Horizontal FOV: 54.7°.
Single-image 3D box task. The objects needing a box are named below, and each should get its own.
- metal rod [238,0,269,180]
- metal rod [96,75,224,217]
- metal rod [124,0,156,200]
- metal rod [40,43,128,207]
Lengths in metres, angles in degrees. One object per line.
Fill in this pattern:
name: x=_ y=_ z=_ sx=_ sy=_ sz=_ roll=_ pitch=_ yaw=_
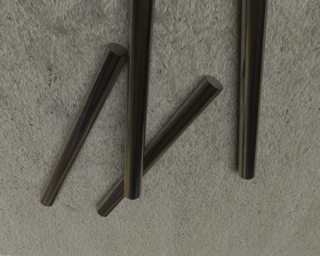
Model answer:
metal rod: x=0.108 y=-0.044 z=0.370 sx=0.025 sy=0.025 sz=0.298 roll=-7 pitch=130 yaw=5
metal rod: x=-0.016 y=0.043 z=0.443 sx=0.025 sy=0.025 sz=0.298 roll=26 pitch=125 yaw=-20
metal rod: x=-0.027 y=-0.027 z=0.366 sx=0.025 sy=0.025 sz=0.298 roll=4 pitch=125 yaw=-3
metal rod: x=-0.114 y=0.016 z=0.419 sx=0.025 sy=0.025 sz=0.298 roll=22 pitch=127 yaw=-18
